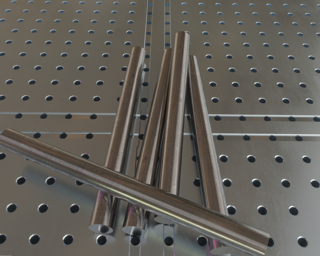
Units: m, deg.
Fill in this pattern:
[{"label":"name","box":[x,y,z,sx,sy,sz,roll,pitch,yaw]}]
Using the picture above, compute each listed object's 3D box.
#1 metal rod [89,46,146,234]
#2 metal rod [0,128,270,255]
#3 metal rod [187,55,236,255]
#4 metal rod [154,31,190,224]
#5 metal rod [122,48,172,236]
[{"label":"metal rod","box":[-0.048,-0.010,0.415,0.025,0.025,0.300,4,50,3]},{"label":"metal rod","box":[-0.041,0.060,0.322,0.301,0.025,0.025,19,53,15]},{"label":"metal rod","box":[0.055,0.007,0.402,0.025,0.025,0.300,-2,50,-2]},{"label":"metal rod","box":[0.021,-0.024,0.413,0.025,0.025,0.300,5,55,3]},{"label":"metal rod","box":[-0.005,-0.008,0.413,0.025,0.025,0.300,7,50,5]}]
